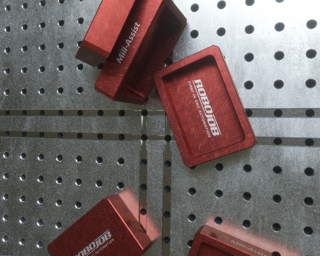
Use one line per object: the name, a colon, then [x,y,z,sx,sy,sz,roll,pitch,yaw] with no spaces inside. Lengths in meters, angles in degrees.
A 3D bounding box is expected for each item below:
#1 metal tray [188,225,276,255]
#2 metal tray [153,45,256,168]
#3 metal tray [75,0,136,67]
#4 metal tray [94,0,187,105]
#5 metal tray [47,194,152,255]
metal tray: [0.095,0.188,0.376,0.130,0.030,0.089,19,96,18]
metal tray: [0.055,-0.026,0.389,0.090,0.030,0.129,-22,83,18]
metal tray: [-0.067,-0.125,0.376,0.030,0.130,0.090,25,88,-19]
metal tray: [-0.020,-0.094,0.384,0.030,0.090,0.129,32,100,17]
metal tray: [-0.088,0.168,0.440,0.130,0.030,0.090,-41,78,15]
